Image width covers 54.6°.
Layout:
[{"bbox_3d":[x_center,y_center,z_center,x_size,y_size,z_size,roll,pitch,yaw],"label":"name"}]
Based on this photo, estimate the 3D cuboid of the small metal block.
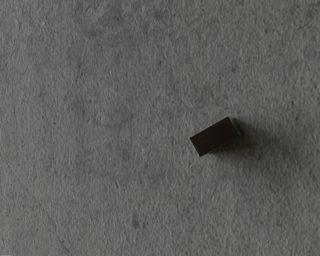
[{"bbox_3d":[0.069,0.010,0.372,0.050,0.050,0.025,-31,80,17],"label":"small metal block"}]
